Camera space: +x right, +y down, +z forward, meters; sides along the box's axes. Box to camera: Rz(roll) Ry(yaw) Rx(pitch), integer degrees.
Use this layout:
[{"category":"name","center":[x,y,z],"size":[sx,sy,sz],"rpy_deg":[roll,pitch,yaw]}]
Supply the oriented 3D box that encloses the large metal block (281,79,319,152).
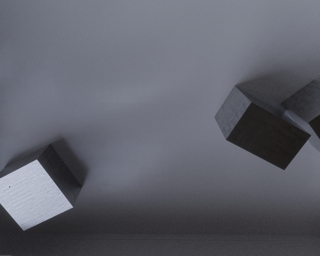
[{"category":"large metal block","center":[0.207,-0.006,0.381],"size":[0.050,0.080,0.080],"rpy_deg":[-38,106,13]}]

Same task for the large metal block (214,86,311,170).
[{"category":"large metal block","center":[0.121,-0.003,0.382],"size":[0.080,0.080,0.050],"rpy_deg":[27,108,-10]}]

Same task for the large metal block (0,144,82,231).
[{"category":"large metal block","center":[-0.169,0.081,0.426],"size":[0.080,0.050,0.080],"rpy_deg":[-27,108,9]}]
